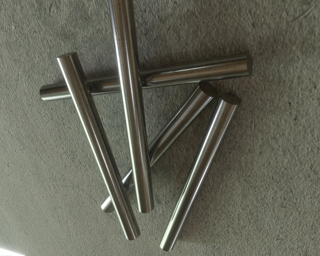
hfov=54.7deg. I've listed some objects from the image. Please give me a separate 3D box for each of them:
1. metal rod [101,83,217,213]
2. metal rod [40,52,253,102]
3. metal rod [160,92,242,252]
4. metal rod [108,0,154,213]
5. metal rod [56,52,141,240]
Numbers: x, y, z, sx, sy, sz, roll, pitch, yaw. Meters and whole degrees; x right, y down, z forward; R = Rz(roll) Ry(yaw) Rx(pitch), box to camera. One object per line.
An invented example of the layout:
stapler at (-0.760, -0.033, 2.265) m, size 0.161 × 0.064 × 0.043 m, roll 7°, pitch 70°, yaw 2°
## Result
metal rod at (-0.018, 0.046, 0.444) m, size 0.025 × 0.025 × 0.298 m, roll 40°, pitch 129°, yaw 1°
metal rod at (-0.039, -0.059, 0.390) m, size 0.300 × 0.025 × 0.025 m, roll -3°, pitch 117°, yaw 29°
metal rod at (0.045, 0.082, 0.433) m, size 0.025 × 0.025 × 0.298 m, roll 26°, pitch 128°, yaw 12°
metal rod at (-0.031, -0.013, 0.381) m, size 0.025 × 0.025 × 0.298 m, roll 10°, pitch 123°, yaw 23°
metal rod at (-0.079, 0.042, 0.440) m, size 0.025 × 0.025 × 0.298 m, roll -1°, pitch 118°, yaw 28°
